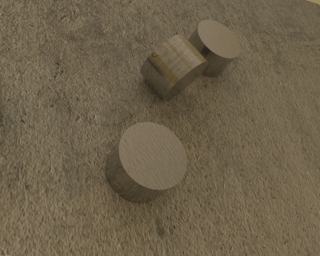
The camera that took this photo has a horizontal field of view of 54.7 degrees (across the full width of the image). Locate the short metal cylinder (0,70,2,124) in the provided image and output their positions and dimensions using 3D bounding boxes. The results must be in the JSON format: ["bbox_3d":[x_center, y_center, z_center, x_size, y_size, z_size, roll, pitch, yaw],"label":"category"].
[{"bbox_3d":[-0.191,-0.031,0.285,0.081,0.080,0.050,-1,63,-29],"label":"short metal cylinder"}]

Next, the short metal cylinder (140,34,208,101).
[{"bbox_3d":[0.020,-0.083,0.429,0.081,0.080,0.050,-35,81,-38],"label":"short metal cylinder"}]

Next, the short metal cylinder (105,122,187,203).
[{"bbox_3d":[-0.016,0.040,0.354,0.081,0.050,0.080,14,56,-21],"label":"short metal cylinder"}]

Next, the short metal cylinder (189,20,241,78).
[{"bbox_3d":[0.085,-0.131,0.513,0.081,0.050,0.080,14,56,-21],"label":"short metal cylinder"}]
